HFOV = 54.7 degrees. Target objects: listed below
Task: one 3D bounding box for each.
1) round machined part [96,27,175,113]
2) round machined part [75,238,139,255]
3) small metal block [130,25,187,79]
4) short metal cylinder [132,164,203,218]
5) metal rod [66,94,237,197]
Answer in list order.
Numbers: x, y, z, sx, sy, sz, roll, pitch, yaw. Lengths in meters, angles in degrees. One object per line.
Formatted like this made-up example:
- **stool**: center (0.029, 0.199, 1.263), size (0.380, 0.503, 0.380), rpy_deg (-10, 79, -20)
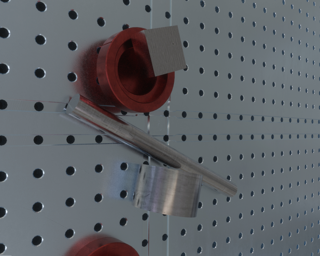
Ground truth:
- **round machined part**: center (-0.032, -0.066, 0.371), size (0.099, 0.042, 0.097), rpy_deg (0, 90, -40)
- **round machined part**: center (-0.058, 0.180, 0.351), size (0.099, 0.042, 0.097), rpy_deg (0, 90, -40)
- **small metal block**: center (-0.001, -0.087, 0.354), size (0.050, 0.025, 0.050), rpy_deg (-23, 104, -38)
- **short metal cylinder**: center (0.009, 0.076, 0.382), size (0.080, 0.080, 0.050), rpy_deg (17, 79, -39)
- **metal rod**: center (0.011, 0.038, 0.419), size (0.301, 0.025, 0.025), rpy_deg (31, 71, -36)
